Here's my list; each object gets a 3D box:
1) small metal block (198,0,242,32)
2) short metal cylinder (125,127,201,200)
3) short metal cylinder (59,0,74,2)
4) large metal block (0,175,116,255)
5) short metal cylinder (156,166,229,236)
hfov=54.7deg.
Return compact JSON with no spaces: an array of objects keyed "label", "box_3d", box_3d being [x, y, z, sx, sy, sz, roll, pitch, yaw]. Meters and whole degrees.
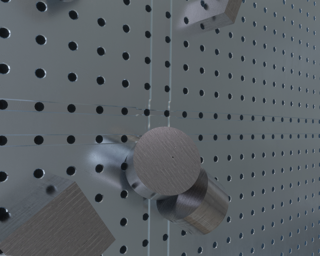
[{"label":"small metal block","box_3d":[0.092,-0.180,0.469,0.025,0.050,0.050,33,69,-35]},{"label":"short metal cylinder","box_3d":[0.002,0.044,0.374,0.081,0.050,0.080,6,70,-16]},{"label":"short metal cylinder","box_3d":[-0.087,-0.171,0.299,0.050,0.080,0.080,-45,117,-31]},{"label":"large metal block","box_3d":[-0.105,0.105,0.305,0.080,0.050,0.080,-41,115,-32]},{"label":"short metal cylinder","box_3d":[0.042,0.093,0.408,0.050,0.080,0.080,43,64,-33]}]
